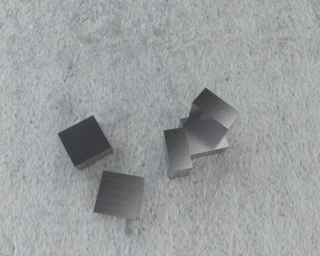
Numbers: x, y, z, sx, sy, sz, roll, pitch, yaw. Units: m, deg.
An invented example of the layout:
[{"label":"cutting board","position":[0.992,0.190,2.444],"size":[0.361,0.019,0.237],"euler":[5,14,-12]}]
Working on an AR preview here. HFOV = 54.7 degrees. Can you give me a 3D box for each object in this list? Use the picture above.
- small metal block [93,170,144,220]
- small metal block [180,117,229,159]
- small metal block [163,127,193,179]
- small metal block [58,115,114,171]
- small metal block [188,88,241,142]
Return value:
[{"label":"small metal block","position":[-0.048,0.083,0.377],"size":[0.050,0.025,0.050],"euler":[10,70,3]},{"label":"small metal block","position":[0.056,0.010,0.405],"size":[0.050,0.025,0.050],"euler":[-12,71,-5]},{"label":"small metal block","position":[0.021,0.032,0.383],"size":[0.025,0.050,0.050],"euler":[-9,71,-4]},{"label":"small metal block","position":[-0.095,0.020,0.400],"size":[0.050,0.025,0.050],"euler":[-29,73,-11]},{"label":"small metal block","position":[0.064,-0.014,0.375],"size":[0.050,0.050,0.025],"euler":[38,74,12]}]
